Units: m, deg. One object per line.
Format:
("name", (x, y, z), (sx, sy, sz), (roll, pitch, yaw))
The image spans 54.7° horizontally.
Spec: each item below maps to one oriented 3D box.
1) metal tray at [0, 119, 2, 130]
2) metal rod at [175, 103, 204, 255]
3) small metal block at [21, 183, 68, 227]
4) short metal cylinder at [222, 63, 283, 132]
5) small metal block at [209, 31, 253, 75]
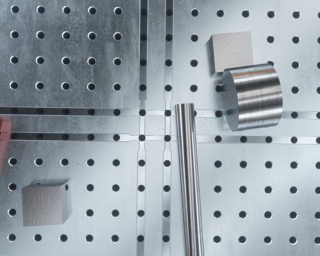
("metal tray", (-0.287, 0.015, 0.407), (0.131, 0.030, 0.089), (13, 90, -1))
("metal rod", (0.043, 0.117, 0.414), (0.025, 0.025, 0.298), (-4, 90, -1))
("small metal block", (-0.152, 0.101, 0.411), (0.050, 0.025, 0.050), (-3, 90, -1))
("short metal cylinder", (0.112, -0.038, 0.387), (0.050, 0.080, 0.080), (-8, 90, 0))
("small metal block", (0.095, -0.099, 0.415), (0.050, 0.025, 0.050), (-5, 90, -1))
